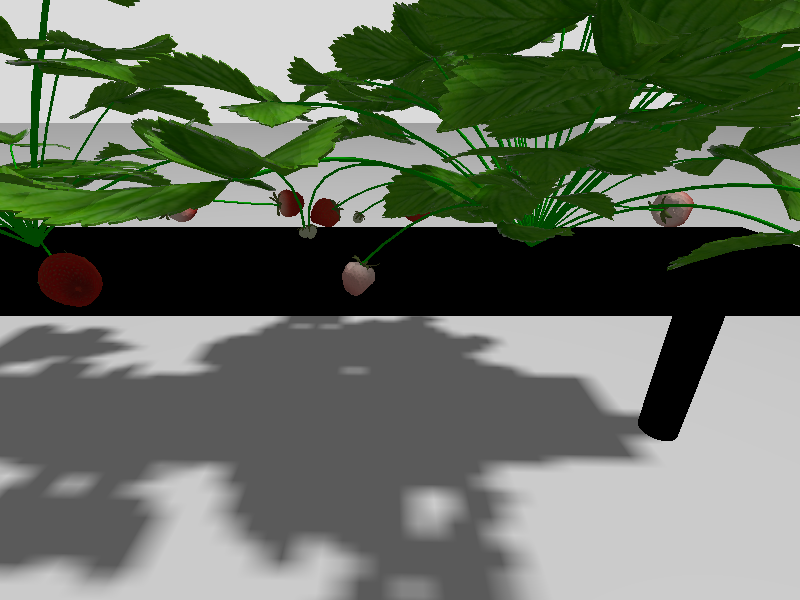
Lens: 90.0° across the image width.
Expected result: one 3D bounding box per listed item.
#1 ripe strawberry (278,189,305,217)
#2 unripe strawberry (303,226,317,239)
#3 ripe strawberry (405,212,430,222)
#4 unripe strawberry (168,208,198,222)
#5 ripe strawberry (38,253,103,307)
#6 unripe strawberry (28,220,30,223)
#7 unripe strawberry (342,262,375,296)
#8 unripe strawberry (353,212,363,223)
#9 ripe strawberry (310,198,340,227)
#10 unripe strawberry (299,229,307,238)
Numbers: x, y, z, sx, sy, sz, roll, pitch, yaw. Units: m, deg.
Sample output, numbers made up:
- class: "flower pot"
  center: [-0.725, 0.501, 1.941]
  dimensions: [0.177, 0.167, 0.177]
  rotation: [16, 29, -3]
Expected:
- class: "ripe strawberry"
  center: [-0.124, -0.111, 0.457]
  dimensions: [0.030, 0.031, 0.027]
  rotation: [-12, 28, -26]
- class: "unripe strawberry"
  center: [-0.077, -0.058, 0.344]
  dimensions: [0.011, 0.011, 0.011]
  rotation: [-2, 26, -4]
- class: "ripe strawberry"
  center: [0.014, -0.112, 0.447]
  dimensions: [0.048, 0.047, 0.045]
  rotation: [22, 33, 39]
- class: "unripe strawberry"
  center: [-0.238, -0.099, 0.437]
  dimensions: [0.031, 0.026, 0.031]
  rotation: [-21, 33, -38]
- class: "ripe strawberry"
  center: [-0.202, -0.011, 0.246]
  dimensions: [0.033, 0.034, 0.030]
  rotation: [23, 34, 38]
- class: "unripe strawberry"
  center: [-0.403, -0.090, 0.433]
  dimensions: [0.012, 0.013, 0.013]
  rotation: [-22, 33, -38]
- class: "unripe strawberry"
  center: [-0.029, -0.014, 0.268]
  dimensions: [0.021, 0.022, 0.024]
  rotation: [22, 7, -42]
- class: "unripe strawberry"
  center: [-0.046, -0.089, 0.435]
  dimensions: [0.011, 0.012, 0.010]
  rotation: [-41, 1, 36]
- class: "ripe strawberry"
  center: [-0.080, -0.091, 0.422]
  dimensions: [0.032, 0.031, 0.029]
  rotation: [-14, 19, 26]
- class: "unripe strawberry"
  center: [-0.089, -0.062, 0.373]
  dimensions: [0.010, 0.010, 0.009]
  rotation: [-1, 26, -3]
